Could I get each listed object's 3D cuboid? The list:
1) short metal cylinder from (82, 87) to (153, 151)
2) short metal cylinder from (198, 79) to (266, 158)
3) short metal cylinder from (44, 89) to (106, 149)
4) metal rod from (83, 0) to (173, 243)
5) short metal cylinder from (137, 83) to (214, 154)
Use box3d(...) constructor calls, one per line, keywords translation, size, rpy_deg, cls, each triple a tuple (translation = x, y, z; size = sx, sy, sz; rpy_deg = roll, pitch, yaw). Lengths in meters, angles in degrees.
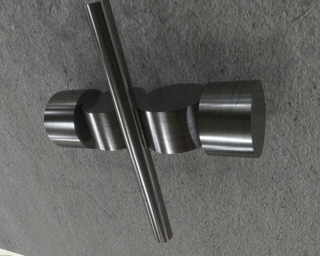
box3d(translation=(-0.051, -0.014, 0.391), size=(0.080, 0.080, 0.050), rpy_deg=(1, 119, 28), cls="short metal cylinder")
box3d(translation=(0.078, -0.010, 0.326), size=(0.050, 0.080, 0.080), rpy_deg=(1, 119, 28), cls="short metal cylinder")
box3d(translation=(-0.108, -0.012, 0.422), size=(0.050, 0.080, 0.080), rpy_deg=(1, 119, 28), cls="short metal cylinder")
box3d(translation=(-0.027, 0.014, 0.352), size=(0.025, 0.025, 0.298), rpy_deg=(1, 119, 28), cls="metal rod")
box3d(translation=(0.019, -0.013, 0.354), size=(0.080, 0.080, 0.050), rpy_deg=(1, 119, 28), cls="short metal cylinder")
